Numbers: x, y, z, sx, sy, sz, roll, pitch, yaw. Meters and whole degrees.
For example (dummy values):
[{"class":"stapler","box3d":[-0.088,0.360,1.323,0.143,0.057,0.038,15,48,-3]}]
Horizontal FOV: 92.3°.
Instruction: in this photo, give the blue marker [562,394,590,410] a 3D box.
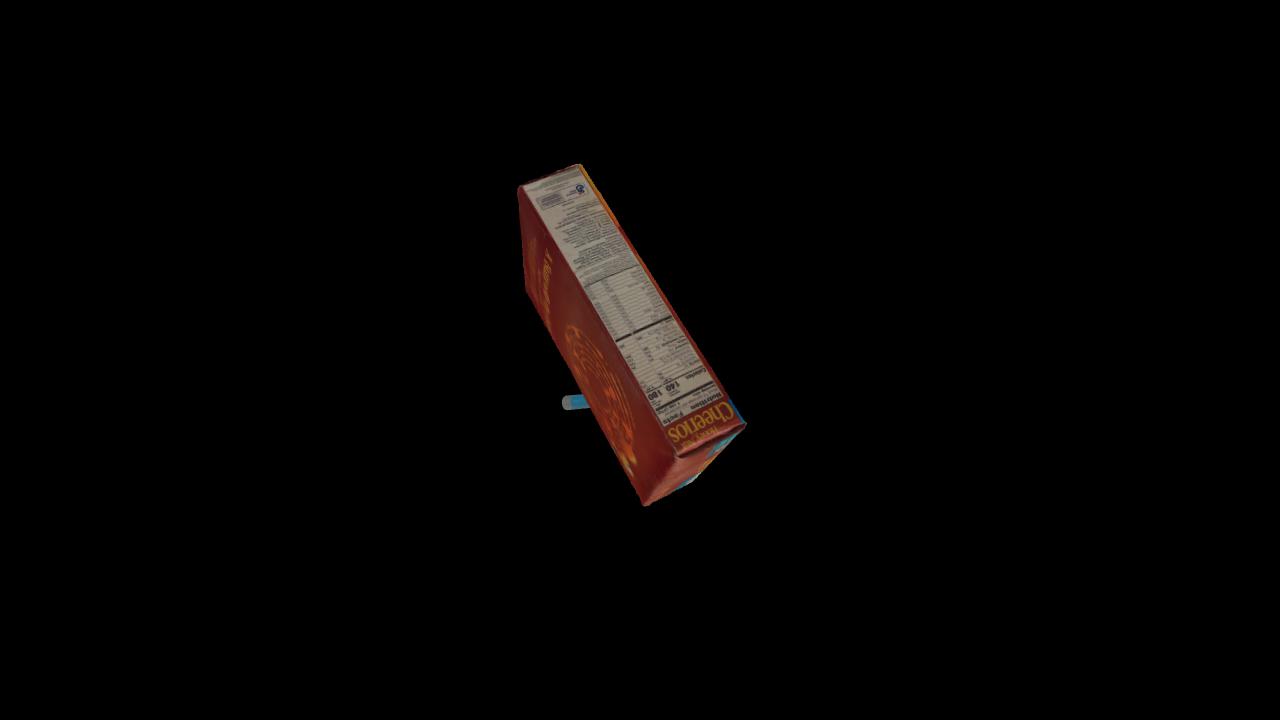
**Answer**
[{"class":"blue marker","box3d":[-0.044,0.048,0.752,0.121,0.020,0.020,-8,-4,33]}]

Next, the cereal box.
[{"class":"cereal box","box3d":[-0.025,-0.015,0.631,0.081,0.306,0.203,-26,-19,-18]}]
